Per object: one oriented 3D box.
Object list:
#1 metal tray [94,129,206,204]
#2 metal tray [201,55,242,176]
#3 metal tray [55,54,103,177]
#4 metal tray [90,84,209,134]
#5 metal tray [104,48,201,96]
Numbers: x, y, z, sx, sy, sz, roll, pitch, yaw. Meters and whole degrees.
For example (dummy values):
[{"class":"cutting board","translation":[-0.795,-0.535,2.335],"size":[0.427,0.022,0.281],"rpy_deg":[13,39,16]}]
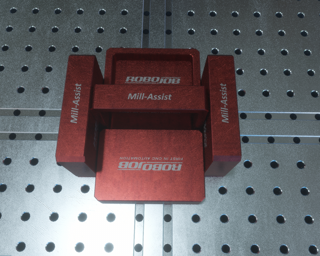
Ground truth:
[{"class":"metal tray","translation":[-0.012,0.048,0.390],"size":[0.131,0.030,0.090],"rpy_deg":[1,70,0]},{"class":"metal tray","translation":[0.070,-0.013,0.382],"size":[0.030,0.090,0.130],"rpy_deg":[1,70,0]},{"class":"metal tray","translation":[-0.092,-0.012,0.380],"size":[0.030,0.090,0.130],"rpy_deg":[1,70,0]},{"class":"metal tray","translation":[-0.012,-0.020,0.382],"size":[0.131,0.090,0.030],"rpy_deg":[1,70,0]},{"class":"metal tray","translation":[-0.010,-0.065,0.433],"size":[0.131,0.030,0.090],"rpy_deg":[1,70,0]}]
